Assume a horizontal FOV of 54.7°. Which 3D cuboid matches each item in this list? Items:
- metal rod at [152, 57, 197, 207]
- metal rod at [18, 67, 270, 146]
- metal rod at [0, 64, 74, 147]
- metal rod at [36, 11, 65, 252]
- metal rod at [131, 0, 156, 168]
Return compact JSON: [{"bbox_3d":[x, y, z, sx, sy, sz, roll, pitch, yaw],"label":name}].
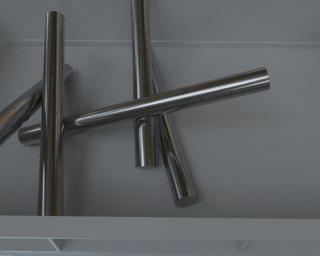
[{"bbox_3d":[-0.003,-0.032,0.431,0.025,0.025,0.300,-9,51,-8],"label":"metal rod"},{"bbox_3d":[-0.030,-0.021,0.361,0.301,0.025,0.025,-13,49,14],"label":"metal rod"},{"bbox_3d":[-0.156,-0.019,0.347,0.025,0.025,0.300,3,27,2],"label":"metal rod"},{"bbox_3d":[-0.125,-0.016,0.362,0.025,0.025,0.299,-6,65,-5],"label":"metal rod"},{"bbox_3d":[-0.024,-0.098,0.406,0.025,0.025,0.299,-2,75,-2],"label":"metal rod"}]
